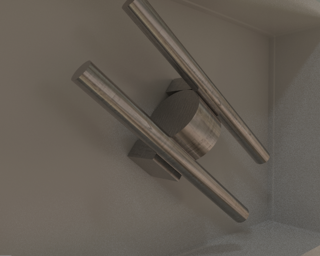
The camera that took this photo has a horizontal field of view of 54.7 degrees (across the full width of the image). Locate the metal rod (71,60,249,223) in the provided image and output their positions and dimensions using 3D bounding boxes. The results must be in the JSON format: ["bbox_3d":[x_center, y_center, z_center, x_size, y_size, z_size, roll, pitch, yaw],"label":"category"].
[{"bbox_3d":[0.021,0.035,0.361,0.300,0.025,0.025,43,64,-31],"label":"metal rod"}]

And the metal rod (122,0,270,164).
[{"bbox_3d":[0.063,-0.043,0.395,0.300,0.025,0.025,43,64,-32],"label":"metal rod"}]

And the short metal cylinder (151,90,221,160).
[{"bbox_3d":[0.030,-0.003,0.396,0.050,0.080,0.080,44,63,-32],"label":"short metal cylinder"}]

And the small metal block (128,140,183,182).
[{"bbox_3d":[-0.003,0.041,0.387,0.050,0.050,0.025,44,63,-32],"label":"small metal block"}]

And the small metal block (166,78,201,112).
[{"bbox_3d":[0.045,-0.045,0.428,0.050,0.050,0.025,44,63,-32],"label":"small metal block"}]
